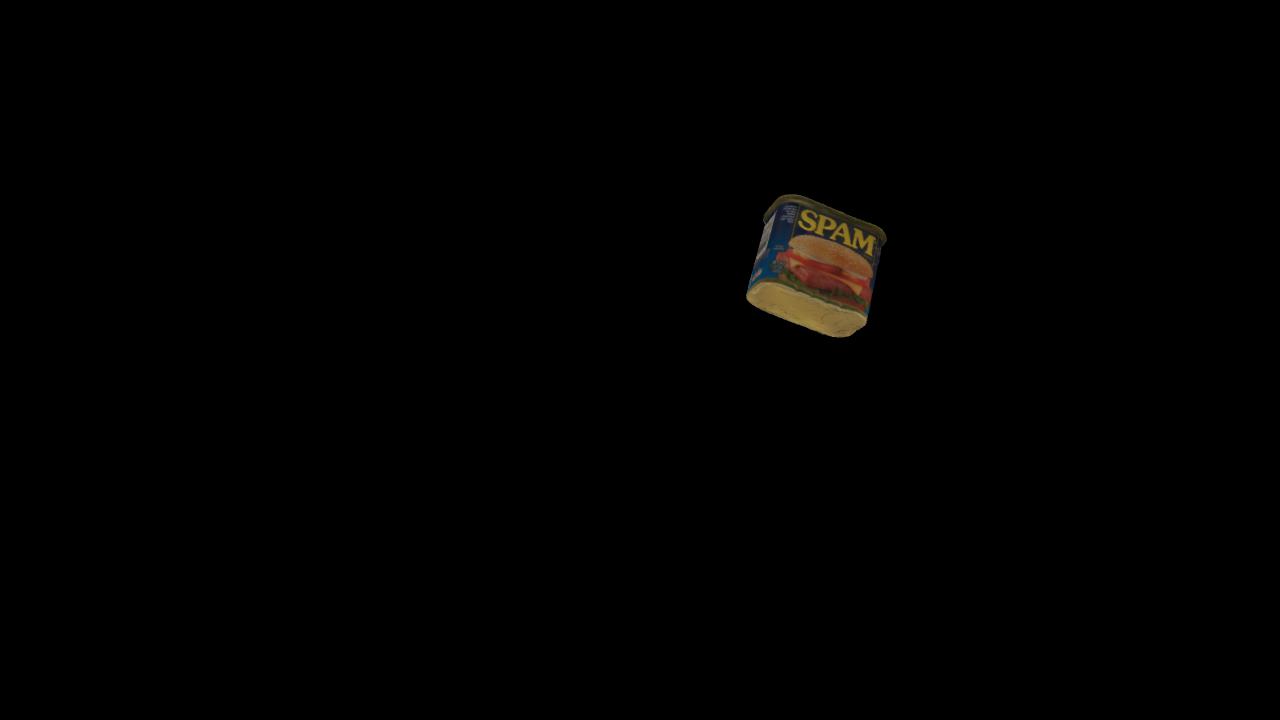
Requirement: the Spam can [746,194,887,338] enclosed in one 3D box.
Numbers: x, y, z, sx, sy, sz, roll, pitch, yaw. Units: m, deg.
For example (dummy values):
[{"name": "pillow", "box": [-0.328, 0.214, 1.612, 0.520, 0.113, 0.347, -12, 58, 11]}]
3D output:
[{"name": "Spam can", "box": [0.146, -0.077, 0.515, 0.101, 0.085, 0.058, 20, -19, -5]}]
